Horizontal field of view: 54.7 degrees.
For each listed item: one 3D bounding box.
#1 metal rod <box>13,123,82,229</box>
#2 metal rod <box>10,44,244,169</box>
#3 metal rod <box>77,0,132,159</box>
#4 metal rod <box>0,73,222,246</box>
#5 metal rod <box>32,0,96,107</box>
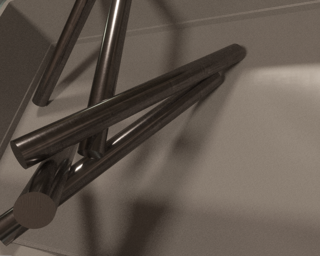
[{"bbox_3d":[-0.103,0.021,0.336,0.025,0.025,0.300,-41,15,0],"label":"metal rod"},{"bbox_3d":[-0.004,-0.040,0.329,0.025,0.025,0.302,27,43,37],"label":"metal rod"},{"bbox_3d":[-0.052,-0.110,0.359,0.025,0.025,0.299,-6,63,25],"label":"metal rod"},{"bbox_3d":[-0.035,0.013,0.340,0.302,0.025,0.025,-37,47,-28],"label":"metal rod"},{"bbox_3d":[-0.134,-0.152,0.476,0.298,0.025,0.025,-54,46,28],"label":"metal rod"}]
